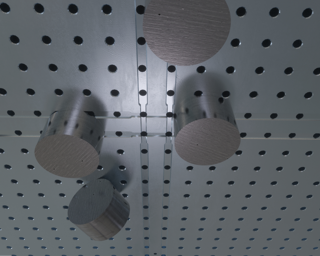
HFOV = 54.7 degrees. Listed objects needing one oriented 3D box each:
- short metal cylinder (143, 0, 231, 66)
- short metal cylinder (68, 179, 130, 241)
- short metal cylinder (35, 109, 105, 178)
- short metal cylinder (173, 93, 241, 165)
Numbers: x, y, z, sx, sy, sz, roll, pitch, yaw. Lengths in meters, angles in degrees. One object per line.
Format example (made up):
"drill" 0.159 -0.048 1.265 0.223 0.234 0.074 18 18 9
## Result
"short metal cylinder" 0.024 -0.108 0.303 0.081 0.050 0.079 0 130 0
"short metal cylinder" -0.094 0.126 0.482 0.080 0.080 0.050 -20 127 16
"short metal cylinder" -0.118 0.022 0.412 0.081 0.050 0.079 0 130 0
"short metal cylinder" 0.058 0.003 0.398 0.081 0.050 0.079 0 130 0
